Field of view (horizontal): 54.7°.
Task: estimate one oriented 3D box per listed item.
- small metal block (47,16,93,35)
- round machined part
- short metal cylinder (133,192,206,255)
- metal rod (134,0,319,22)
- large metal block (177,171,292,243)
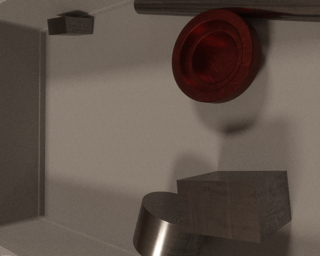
[{"bbox_3d":[-0.146,-0.166,0.506,0.050,0.050,0.025,10,108,39],"label":"small metal block"},{"bbox_3d":[0.065,-0.076,0.341,0.098,0.042,0.097,0,90,39],"label":"round machined part"},{"bbox_3d":[0.013,0.115,0.358,0.080,0.081,0.050,22,104,37],"label":"short metal cylinder"},{"bbox_3d":[0.085,-0.131,0.335,0.300,0.025,0.025,19,102,38],"label":"metal rod"},{"bbox_3d":[0.075,0.072,0.308,0.080,0.081,0.050,-7,86,39],"label":"large metal block"}]
